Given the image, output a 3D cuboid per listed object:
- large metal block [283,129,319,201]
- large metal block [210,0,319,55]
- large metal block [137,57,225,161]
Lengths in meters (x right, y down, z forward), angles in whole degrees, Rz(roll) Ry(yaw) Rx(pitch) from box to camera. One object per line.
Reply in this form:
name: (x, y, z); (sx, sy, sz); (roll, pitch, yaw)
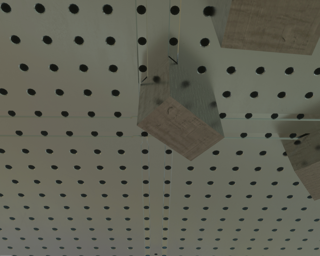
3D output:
large metal block: (0.235, 0.048, 0.438); (0.080, 0.050, 0.080); (-29, 125, 22)
large metal block: (0.094, -0.111, 0.282); (0.080, 0.080, 0.050); (4, 130, -4)
large metal block: (0.023, -0.022, 0.357); (0.080, 0.080, 0.050); (35, 122, -26)
